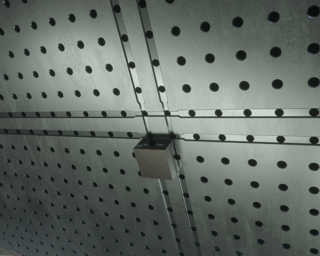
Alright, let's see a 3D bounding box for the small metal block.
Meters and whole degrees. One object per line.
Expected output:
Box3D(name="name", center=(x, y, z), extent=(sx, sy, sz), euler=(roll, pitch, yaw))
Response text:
Box3D(name="small metal block", center=(-0.005, 0.045, 0.442), extent=(0.050, 0.025, 0.050), euler=(0, 119, 28))
